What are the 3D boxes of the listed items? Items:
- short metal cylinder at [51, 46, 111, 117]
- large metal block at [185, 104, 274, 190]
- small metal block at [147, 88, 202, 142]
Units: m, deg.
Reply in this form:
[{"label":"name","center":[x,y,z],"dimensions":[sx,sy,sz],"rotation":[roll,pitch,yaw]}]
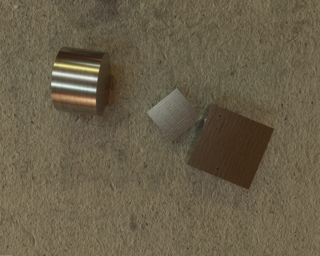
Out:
[{"label":"short metal cylinder","center":[-0.094,-0.057,0.382],"dimensions":[0.050,0.080,0.080],"rotation":[8,90,0]},{"label":"large metal block","center":[0.085,0.022,0.398],"dimensions":[0.080,0.050,0.080],"rotation":[22,90,0]},{"label":"small metal block","center":[0.018,-0.017,0.410],"dimensions":[0.050,0.025,0.050],"rotation":[-39,90,0]}]
